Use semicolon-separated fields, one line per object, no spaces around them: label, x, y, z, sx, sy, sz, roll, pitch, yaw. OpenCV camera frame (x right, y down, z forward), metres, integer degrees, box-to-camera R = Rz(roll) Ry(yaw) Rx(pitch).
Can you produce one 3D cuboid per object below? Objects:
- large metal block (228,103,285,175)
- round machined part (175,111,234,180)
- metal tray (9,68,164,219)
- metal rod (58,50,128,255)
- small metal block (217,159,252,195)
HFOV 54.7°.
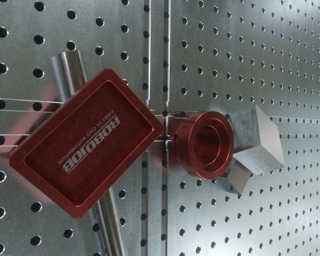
large metal block;0.158;0.020;0.510;0.080;0.050;0.080;36;44;-34
round machined part;0.061;0.024;0.452;0.099;0.042;0.097;0;90;-40
metal tray;-0.071;0.014;0.317;0.130;0.030;0.090;-47;110;-13
metal rod;-0.068;0.064;0.353;0.025;0.025;0.298;-18;102;-39
small metal block;0.123;0.075;0.516;0.050;0.025;0.050;48;61;-30
